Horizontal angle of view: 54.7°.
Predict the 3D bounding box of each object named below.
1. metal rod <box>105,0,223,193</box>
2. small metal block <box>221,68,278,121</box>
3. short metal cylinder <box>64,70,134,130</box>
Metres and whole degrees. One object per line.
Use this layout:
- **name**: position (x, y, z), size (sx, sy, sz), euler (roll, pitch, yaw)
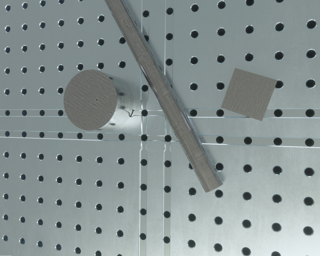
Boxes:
- **metal rod**: position (0.000, -0.056, 0.411), size (0.025, 0.025, 0.299), euler (-30, 80, 17)
- **small metal block**: position (0.108, -0.040, 0.374), size (0.050, 0.025, 0.050), euler (21, 97, 18)
- **short metal cylinder**: position (-0.084, -0.037, 0.428), size (0.080, 0.050, 0.079), euler (0, 90, 19)
